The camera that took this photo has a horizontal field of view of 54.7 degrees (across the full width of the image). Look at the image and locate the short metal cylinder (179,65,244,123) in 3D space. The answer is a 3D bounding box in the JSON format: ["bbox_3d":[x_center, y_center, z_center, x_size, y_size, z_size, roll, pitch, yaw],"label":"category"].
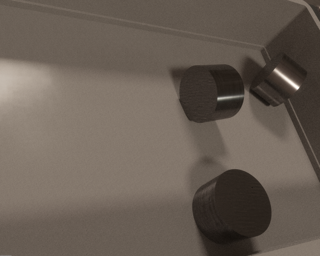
[{"bbox_3d":[0.072,-0.050,0.442,0.050,0.080,0.080,-10,67,-33],"label":"short metal cylinder"}]

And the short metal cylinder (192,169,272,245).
[{"bbox_3d":[0.087,0.097,0.379,0.081,0.050,0.080,14,56,-21],"label":"short metal cylinder"}]

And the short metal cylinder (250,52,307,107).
[{"bbox_3d":[0.203,-0.083,0.533,0.050,0.080,0.080,38,51,-3],"label":"short metal cylinder"}]
